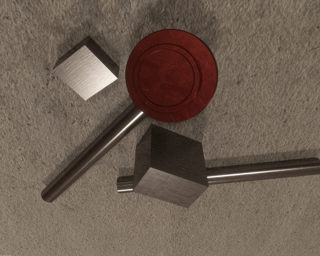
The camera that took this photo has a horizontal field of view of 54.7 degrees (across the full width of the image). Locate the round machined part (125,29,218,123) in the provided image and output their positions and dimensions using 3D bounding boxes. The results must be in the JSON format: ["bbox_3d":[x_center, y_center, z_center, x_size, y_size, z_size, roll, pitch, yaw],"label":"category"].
[{"bbox_3d":[0.010,-0.053,0.324,0.098,0.042,0.097,3,103,12],"label":"round machined part"}]

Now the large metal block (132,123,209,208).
[{"bbox_3d":[0.013,0.050,0.414,0.080,0.080,0.050,21,127,-18],"label":"large metal block"}]

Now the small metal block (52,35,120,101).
[{"bbox_3d":[-0.082,-0.067,0.349,0.050,0.025,0.050,-30,125,22],"label":"small metal block"}]

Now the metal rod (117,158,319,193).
[{"bbox_3d":[0.085,0.073,0.470,0.302,0.025,0.025,-6,130,4],"label":"metal rod"}]

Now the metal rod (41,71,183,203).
[{"bbox_3d":[-0.079,0.023,0.425,0.025,0.025,0.299,34,122,-26],"label":"metal rod"}]
